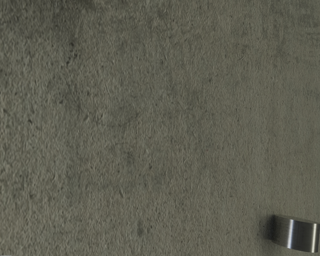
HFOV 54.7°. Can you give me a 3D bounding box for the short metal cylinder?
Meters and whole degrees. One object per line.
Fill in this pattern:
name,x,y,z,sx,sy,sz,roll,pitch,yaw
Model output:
short metal cylinder,0.255,0.197,0.584,0.081,0.080,0.050,16,80,-39
